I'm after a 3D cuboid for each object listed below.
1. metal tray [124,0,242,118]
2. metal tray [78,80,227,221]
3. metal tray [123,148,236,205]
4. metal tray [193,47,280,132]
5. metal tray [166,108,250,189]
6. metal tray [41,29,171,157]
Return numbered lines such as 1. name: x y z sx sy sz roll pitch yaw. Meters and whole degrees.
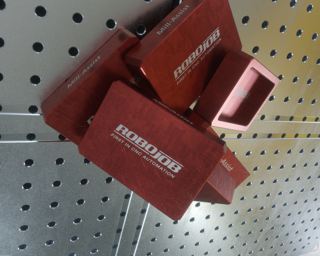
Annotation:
1. metal tray: 0.032 -0.084 0.349 0.130 0.030 0.090 -47 134 -14
2. metal tray: -0.010 0.021 0.320 0.090 0.130 0.030 -59 169 14
3. metal tray: 0.018 0.061 0.396 0.090 0.130 0.030 45 54 -39
4. metal tray: 0.104 -0.043 0.406 0.131 0.030 0.090 7 118 -56
5. metal tray: 0.058 0.019 0.410 0.030 0.090 0.130 -44 129 2
6. metal tray: -0.056 -0.035 0.355 0.130 0.030 0.090 -43 130 2
